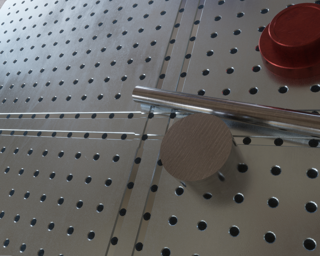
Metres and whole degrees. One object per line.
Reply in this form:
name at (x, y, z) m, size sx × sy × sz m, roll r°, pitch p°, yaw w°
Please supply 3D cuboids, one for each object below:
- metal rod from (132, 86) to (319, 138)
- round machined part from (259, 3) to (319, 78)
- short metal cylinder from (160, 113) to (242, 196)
metal rod at (0.090, -0.021, 0.373) m, size 0.300 × 0.025 × 0.025 m, roll 14°, pitch 69°, yaw 33°
round machined part at (0.171, -0.112, 0.376) m, size 0.098 × 0.042 × 0.098 m, roll -13°, pitch 56°, yaw 21°
short metal cylinder at (0.047, 0.030, 0.349) m, size 0.080 × 0.050 × 0.080 m, roll -13°, pitch 56°, yaw 21°
